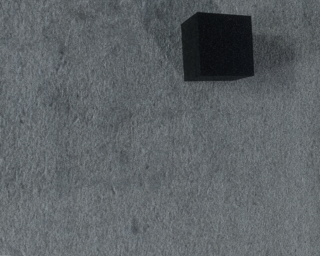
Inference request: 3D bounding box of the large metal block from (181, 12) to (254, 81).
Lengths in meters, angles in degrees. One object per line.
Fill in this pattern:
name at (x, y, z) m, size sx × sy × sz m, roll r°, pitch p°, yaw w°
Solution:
large metal block at (0.078, -0.107, 0.424) m, size 0.081 × 0.050 × 0.080 m, roll -4°, pitch 91°, yaw -20°
